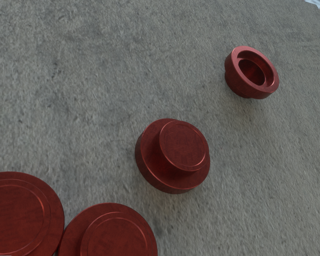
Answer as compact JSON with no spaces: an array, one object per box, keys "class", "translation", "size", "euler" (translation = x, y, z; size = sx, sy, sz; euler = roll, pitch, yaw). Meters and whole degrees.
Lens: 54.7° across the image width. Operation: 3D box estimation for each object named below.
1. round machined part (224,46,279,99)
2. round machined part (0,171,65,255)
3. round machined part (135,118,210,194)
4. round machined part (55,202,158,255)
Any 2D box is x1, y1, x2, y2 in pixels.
[{"class":"round machined part","translation":[0.151,-0.090,0.532],"size":[0.099,0.042,0.098],"euler":[14,56,-21]},{"class":"round machined part","translation":[-0.134,0.083,0.270],"size":[0.099,0.042,0.098],"euler":[14,56,-21]},{"class":"round machined part","translation":[0.022,0.029,0.388],"size":[0.099,0.042,0.098],"euler":[14,56,-21]},{"class":"round machined part","translation":[-0.046,0.119,0.296],"size":[0.099,0.042,0.098],"euler":[14,56,-21]}]
